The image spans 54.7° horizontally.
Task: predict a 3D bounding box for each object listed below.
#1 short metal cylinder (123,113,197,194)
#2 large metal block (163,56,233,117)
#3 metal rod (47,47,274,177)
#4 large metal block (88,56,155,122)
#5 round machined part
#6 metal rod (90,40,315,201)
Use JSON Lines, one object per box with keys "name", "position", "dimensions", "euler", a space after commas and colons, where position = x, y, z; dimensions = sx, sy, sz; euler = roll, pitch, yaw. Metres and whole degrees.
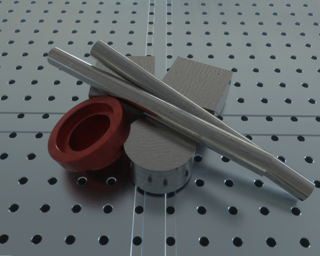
{"name": "short metal cylinder", "position": [0.000, 0.029, 0.361], "dimensions": [0.081, 0.050, 0.080], "euler": [0, 50, 0]}
{"name": "large metal block", "position": [0.046, -0.045, 0.423], "dimensions": [0.080, 0.050, 0.080], "euler": [19, 53, 15]}
{"name": "metal rod", "position": [-0.016, -0.029, 0.360], "dimensions": [0.300, 0.025, 0.025], "euler": [28, 56, 20]}
{"name": "large metal block", "position": [-0.048, -0.055, 0.428], "dimensions": [0.081, 0.050, 0.080], "euler": [1, 50, 0]}
{"name": "round machined part", "position": [-0.078, 0.011, 0.367], "dimensions": [0.098, 0.042, 0.098], "euler": [-16, 44, 17]}
{"name": "metal rod", "position": [0.042, -0.014, 0.366], "dimensions": [0.300, 0.025, 0.025], "euler": [35, 57, 9]}
